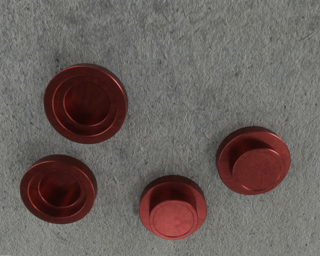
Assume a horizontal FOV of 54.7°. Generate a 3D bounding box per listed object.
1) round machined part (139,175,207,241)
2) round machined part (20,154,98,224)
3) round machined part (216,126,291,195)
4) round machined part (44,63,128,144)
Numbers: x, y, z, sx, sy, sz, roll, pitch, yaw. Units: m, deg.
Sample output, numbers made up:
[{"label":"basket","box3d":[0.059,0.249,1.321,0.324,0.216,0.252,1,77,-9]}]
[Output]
[{"label":"round machined part","box3d":[0.019,0.121,0.445,0.099,0.042,0.097,0,110,0]},{"label":"round machined part","box3d":[-0.136,0.080,0.429,0.099,0.042,0.097,0,110,0]},{"label":"round machined part","box3d":[0.128,0.050,0.420,0.099,0.042,0.097,0,110,0]},{"label":"round machined part","box3d":[-0.089,-0.032,0.388,0.099,0.042,0.097,0,110,0]}]
